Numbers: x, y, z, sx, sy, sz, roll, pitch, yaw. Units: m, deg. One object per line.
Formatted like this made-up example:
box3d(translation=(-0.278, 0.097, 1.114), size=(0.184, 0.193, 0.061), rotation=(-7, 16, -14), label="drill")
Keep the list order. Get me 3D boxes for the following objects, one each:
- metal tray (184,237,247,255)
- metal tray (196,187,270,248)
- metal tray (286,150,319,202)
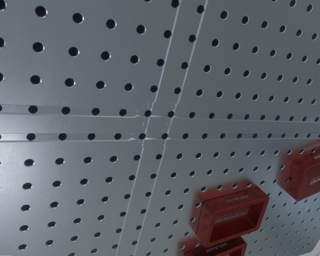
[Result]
box3d(translation=(0.112, 0.276, 0.637), size=(0.131, 0.030, 0.089), rotation=(-12, 123, -22), label="metal tray")
box3d(translation=(0.137, 0.167, 0.585), size=(0.131, 0.030, 0.089), rotation=(-8, 122, -24), label="metal tray")
box3d(translation=(0.329, 0.090, 0.642), size=(0.131, 0.030, 0.089), rotation=(-17, 125, -19), label="metal tray")
